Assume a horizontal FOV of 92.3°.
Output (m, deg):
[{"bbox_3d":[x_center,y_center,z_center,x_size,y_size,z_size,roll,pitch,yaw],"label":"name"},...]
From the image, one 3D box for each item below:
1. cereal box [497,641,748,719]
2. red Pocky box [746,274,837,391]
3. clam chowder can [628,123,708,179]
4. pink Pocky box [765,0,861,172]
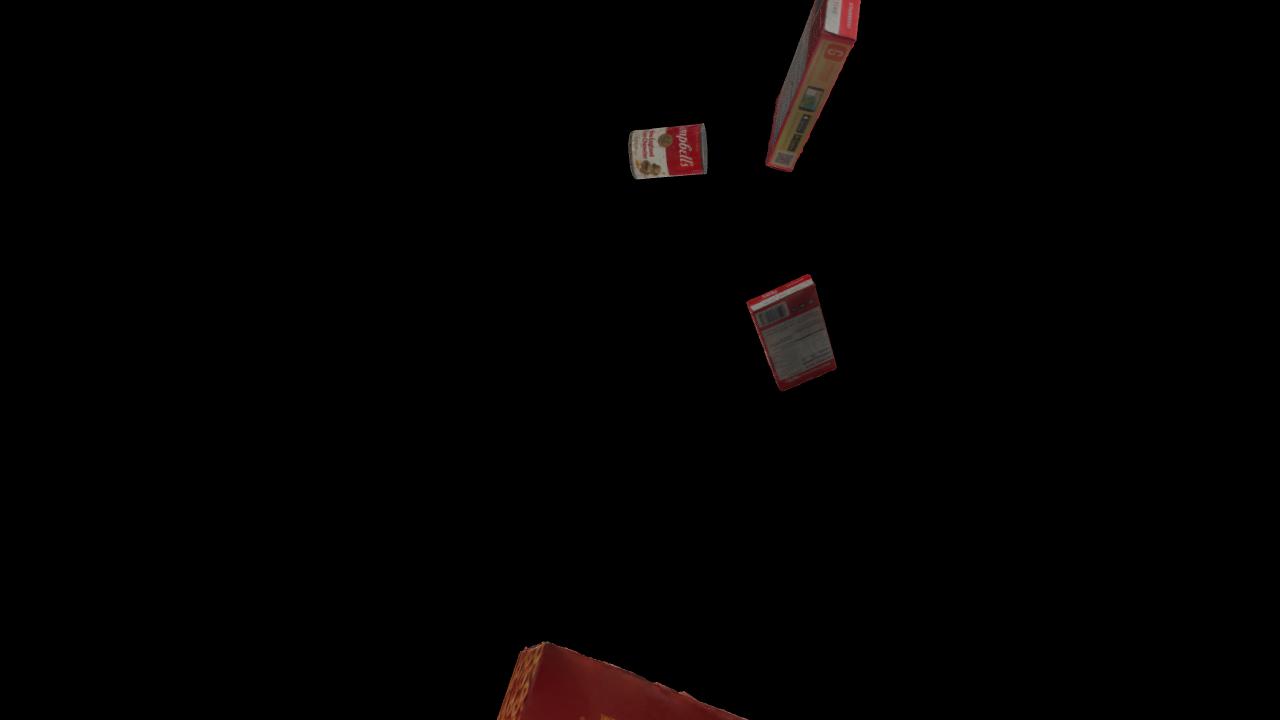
[{"bbox_3d":[-0.028,0.359,0.363,0.203,0.306,0.081,26,-37,-12],"label":"cereal box"},{"bbox_3d":[0.194,-0.030,0.780,0.083,0.155,0.028,-24,41,6],"label":"red Pocky box"},{"bbox_3d":[0.040,-0.289,0.855,0.102,0.068,0.068,-1,0,12],"label":"clam chowder can"},{"bbox_3d":[0.144,-0.241,0.520,0.029,0.084,0.155,13,-21,0],"label":"pink Pocky box"}]
